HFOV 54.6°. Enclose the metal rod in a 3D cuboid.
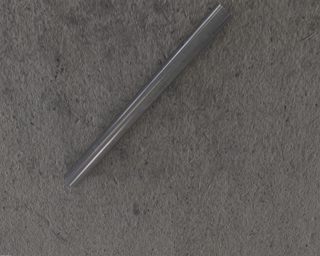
[{"bbox_3d":[-0.025,-0.031,0.397,0.025,0.025,0.299,40,105,-13],"label":"metal rod"}]
